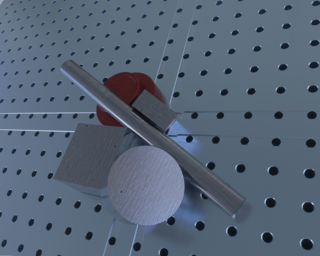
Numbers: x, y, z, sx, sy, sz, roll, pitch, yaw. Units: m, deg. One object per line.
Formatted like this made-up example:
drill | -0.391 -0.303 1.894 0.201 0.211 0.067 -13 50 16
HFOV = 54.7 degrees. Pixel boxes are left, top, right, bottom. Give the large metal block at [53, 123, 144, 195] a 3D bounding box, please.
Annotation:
large metal block | -0.076 0.043 0.401 0.080 0.050 0.080 5 64 30

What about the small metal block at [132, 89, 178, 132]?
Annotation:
small metal block | -0.006 -0.019 0.394 0.050 0.050 0.025 38 85 4

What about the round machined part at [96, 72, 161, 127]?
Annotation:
round machined part | -0.051 -0.042 0.448 0.098 0.042 0.098 -13 56 20

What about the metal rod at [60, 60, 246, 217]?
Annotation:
metal rod | -0.026 -0.003 0.381 0.300 0.025 0.025 38 83 25

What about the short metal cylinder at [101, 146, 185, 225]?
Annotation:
short metal cylinder | -0.020 0.063 0.335 0.081 0.050 0.080 6 72 -18
